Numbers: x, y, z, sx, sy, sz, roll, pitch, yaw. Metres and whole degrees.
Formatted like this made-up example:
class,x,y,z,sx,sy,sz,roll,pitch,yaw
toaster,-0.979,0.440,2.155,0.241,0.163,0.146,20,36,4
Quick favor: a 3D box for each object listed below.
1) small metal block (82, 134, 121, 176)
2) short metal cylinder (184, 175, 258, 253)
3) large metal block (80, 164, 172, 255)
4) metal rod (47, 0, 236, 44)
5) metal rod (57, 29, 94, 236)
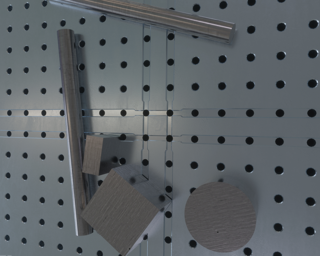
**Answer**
class,x,y,z,sx,sy,sz,roll,pitch,yaw
small metal block,-0.079,0.035,0.427,0.025,0.050,0.050,9,93,20
short metal cylinder,0.075,0.100,0.373,0.080,0.050,0.079,0,90,20
large metal block,-0.045,0.107,0.415,0.080,0.050,0.080,38,102,16
metal rod,-0.046,-0.164,0.428,0.301,0.025,0.025,20,97,18
metal rod,-0.125,0.005,0.456,0.025,0.025,0.298,-7,88,20
